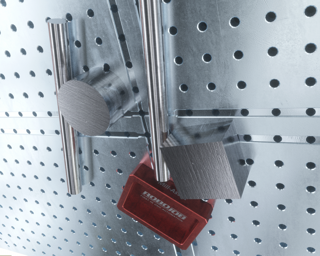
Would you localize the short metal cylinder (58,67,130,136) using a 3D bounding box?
[{"bbox_3d":[-0.089,-0.036,0.418,0.080,0.050,0.079,13,124,20],"label":"short metal cylinder"}]

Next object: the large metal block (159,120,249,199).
[{"bbox_3d":[0.058,0.042,0.390,0.080,0.050,0.080,-8,114,31],"label":"large metal block"}]

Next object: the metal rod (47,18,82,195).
[{"bbox_3d":[-0.142,-0.012,0.475,0.025,0.025,0.298,17,125,18],"label":"metal rod"}]

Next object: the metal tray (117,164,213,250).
[{"bbox_3d":[0.004,0.123,0.480,0.130,0.030,0.089,30,128,8],"label":"metal tray"}]

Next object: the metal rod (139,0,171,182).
[{"bbox_3d":[-0.005,-0.058,0.376,0.025,0.025,0.298,10,123,22],"label":"metal rod"}]
